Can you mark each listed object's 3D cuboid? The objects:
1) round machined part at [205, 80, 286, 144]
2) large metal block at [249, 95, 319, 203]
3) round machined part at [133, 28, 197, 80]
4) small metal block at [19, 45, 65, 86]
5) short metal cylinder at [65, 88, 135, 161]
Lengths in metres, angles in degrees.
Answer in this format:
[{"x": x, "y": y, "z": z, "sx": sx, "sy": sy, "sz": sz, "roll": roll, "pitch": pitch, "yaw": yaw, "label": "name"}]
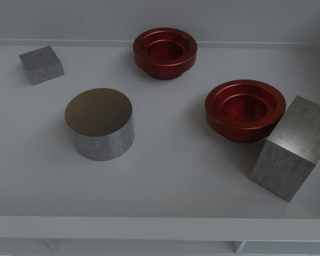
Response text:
[{"x": 0.109, "y": -0.018, "z": 0.403, "sx": 0.099, "sy": 0.042, "sz": 0.098, "roll": -5, "pitch": 43, "yaw": 5, "label": "round machined part"}, {"x": 0.151, "y": 0.024, "z": 0.351, "sx": 0.050, "sy": 0.080, "sz": 0.080, "roll": 30, "pitch": 56, "yaw": 22, "label": "large metal block"}, {"x": 0.008, "y": -0.113, "z": 0.489, "sx": 0.099, "sy": 0.042, "sz": 0.098, "roll": 0, "pitch": 50, "yaw": 0, "label": "round machined part"}, {"x": -0.185, "y": -0.099, "z": 0.486, "sx": 0.050, "sy": 0.025, "sz": 0.050, "roll": -25, "pitch": 55, "yaw": -20, "label": "small metal block"}, {"x": -0.074, "y": -0.005, "z": 0.392, "sx": 0.081, "sy": 0.050, "sz": 0.080, "roll": 0, "pitch": 50, "yaw": 0, "label": "short metal cylinder"}]
